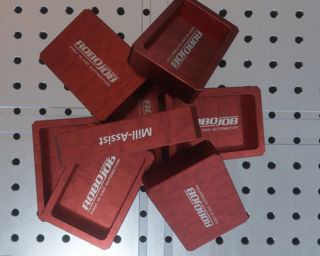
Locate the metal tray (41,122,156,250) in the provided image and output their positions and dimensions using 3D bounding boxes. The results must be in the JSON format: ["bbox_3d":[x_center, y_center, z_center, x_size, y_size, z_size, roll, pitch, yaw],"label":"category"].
[{"bbox_3d":[-0.073,0.069,0.380,0.090,0.030,0.130,27,90,0],"label":"metal tray"}]

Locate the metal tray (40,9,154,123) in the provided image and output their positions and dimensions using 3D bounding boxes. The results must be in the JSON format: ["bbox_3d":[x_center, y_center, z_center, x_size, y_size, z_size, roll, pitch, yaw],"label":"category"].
[{"bbox_3d":[-0.078,-0.077,0.394,0.090,0.030,0.130,-45,75,0],"label":"metal tray"}]

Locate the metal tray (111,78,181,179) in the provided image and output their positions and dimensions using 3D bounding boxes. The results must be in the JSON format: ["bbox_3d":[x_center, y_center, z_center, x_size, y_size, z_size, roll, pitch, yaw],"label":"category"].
[{"bbox_3d":[-0.018,0.000,0.410,0.091,0.030,0.129,-4,88,-2],"label":"metal tray"}]

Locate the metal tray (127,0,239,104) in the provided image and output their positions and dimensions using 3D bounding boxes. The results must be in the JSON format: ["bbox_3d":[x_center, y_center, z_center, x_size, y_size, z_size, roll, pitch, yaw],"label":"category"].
[{"bbox_3d":[0.032,-0.101,0.377,0.090,0.030,0.130,34,57,0],"label":"metal tray"}]

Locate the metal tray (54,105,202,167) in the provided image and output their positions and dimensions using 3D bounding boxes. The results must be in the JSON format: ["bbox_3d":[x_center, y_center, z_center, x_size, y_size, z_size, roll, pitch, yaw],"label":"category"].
[{"bbox_3d":[-0.027,0.007,0.316,0.131,0.090,0.030,-12,90,4],"label":"metal tray"}]

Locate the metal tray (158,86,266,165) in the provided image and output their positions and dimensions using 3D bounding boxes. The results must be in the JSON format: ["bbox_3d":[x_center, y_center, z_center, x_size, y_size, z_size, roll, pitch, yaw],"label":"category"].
[{"bbox_3d":[0.067,-0.005,0.393,0.131,0.030,0.090,-4,90,-17],"label":"metal tray"}]

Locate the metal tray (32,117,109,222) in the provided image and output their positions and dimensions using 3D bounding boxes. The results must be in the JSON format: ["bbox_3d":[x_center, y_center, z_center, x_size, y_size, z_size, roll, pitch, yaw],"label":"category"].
[{"bbox_3d":[-0.115,0.052,0.410,0.090,0.030,0.129,-4,89,-1],"label":"metal tray"}]

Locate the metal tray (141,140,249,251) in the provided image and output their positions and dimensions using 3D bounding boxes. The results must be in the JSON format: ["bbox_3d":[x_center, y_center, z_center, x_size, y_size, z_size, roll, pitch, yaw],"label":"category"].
[{"bbox_3d":[0.046,0.087,0.378,0.090,0.030,0.130,-29,123,0],"label":"metal tray"}]
